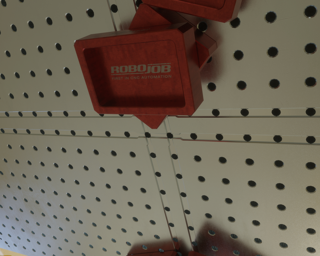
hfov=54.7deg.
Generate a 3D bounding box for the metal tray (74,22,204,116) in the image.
[{"bbox_3d":[-0.024,-0.061,0.341,0.130,0.030,0.089,2,119,26],"label":"metal tray"}]

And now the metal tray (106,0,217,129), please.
[{"bbox_3d":[-0.007,-0.070,0.367,0.090,0.030,0.129,38,129,2],"label":"metal tray"}]

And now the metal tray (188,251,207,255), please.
[{"bbox_3d":[0.096,0.258,0.494,0.131,0.030,0.089,18,117,6],"label":"metal tray"}]

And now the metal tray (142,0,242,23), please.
[{"bbox_3d":[0.038,-0.168,0.270,0.090,0.030,0.129,19,117,16],"label":"metal tray"}]

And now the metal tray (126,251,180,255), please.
[{"bbox_3d":[-0.004,0.278,0.579,0.130,0.030,0.090,-23,107,36],"label":"metal tray"}]
